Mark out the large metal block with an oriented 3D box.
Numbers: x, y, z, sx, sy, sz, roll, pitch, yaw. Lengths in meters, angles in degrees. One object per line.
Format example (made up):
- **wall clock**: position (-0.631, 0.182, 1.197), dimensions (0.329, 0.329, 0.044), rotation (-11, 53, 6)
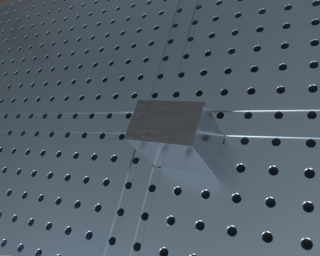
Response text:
- **large metal block**: position (0.020, 0.011, 0.355), dimensions (0.080, 0.080, 0.050), rotation (4, 64, 30)
